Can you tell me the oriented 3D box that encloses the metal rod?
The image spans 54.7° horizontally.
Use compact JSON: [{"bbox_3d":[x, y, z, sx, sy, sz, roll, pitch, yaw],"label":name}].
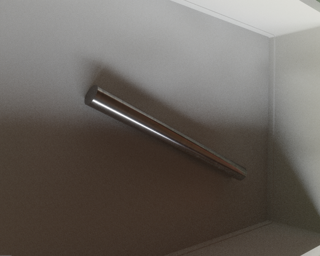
[{"bbox_3d":[0.030,0.020,0.433,0.301,0.025,0.025,28,72,-37],"label":"metal rod"}]
